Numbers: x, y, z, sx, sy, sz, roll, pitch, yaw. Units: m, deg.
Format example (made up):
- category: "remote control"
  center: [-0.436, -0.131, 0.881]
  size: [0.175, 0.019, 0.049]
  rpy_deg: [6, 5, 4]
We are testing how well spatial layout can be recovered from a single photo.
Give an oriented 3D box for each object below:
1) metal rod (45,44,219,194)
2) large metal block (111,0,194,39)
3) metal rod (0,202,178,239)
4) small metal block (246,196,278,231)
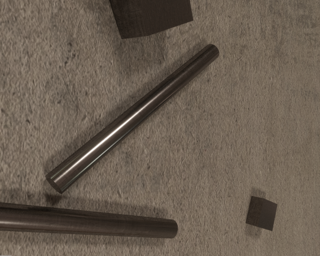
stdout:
- category: "metal rod"
  center: [-0.014, -0.029, 0.394]
  size: [0.301, 0.025, 0.025]
  rpy_deg: [-43, 116, -32]
- category: "large metal block"
  center: [-0.012, -0.159, 0.373]
  size: [0.081, 0.050, 0.080]
  rpy_deg: [-31, 118, -36]
- category: "metal rod"
  center: [-0.096, 0.098, 0.325]
  size: [0.302, 0.025, 0.025]
  rpy_deg: [19, 78, -39]
- category: "small metal block"
  center: [0.186, 0.156, 0.565]
  size: [0.050, 0.025, 0.050]
  rpy_deg: [27, 73, -37]
